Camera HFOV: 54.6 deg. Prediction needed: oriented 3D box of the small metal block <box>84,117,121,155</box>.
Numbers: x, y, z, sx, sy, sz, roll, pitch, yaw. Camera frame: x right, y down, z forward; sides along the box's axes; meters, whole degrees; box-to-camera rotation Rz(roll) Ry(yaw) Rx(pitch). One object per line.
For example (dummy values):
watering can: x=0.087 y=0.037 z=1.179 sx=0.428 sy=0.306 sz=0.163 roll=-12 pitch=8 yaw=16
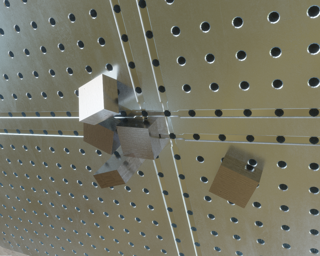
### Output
small metal block: x=-0.084 y=0.005 z=0.456 sx=0.050 sy=0.025 sz=0.050 roll=25 pitch=134 yaw=12

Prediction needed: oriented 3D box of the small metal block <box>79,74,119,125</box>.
small metal block: x=-0.083 y=-0.037 z=0.415 sx=0.050 sy=0.025 sz=0.050 roll=-22 pitch=65 yaw=35

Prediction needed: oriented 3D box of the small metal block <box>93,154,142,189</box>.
small metal block: x=-0.064 y=0.063 z=0.468 sx=0.050 sy=0.050 sz=0.025 roll=-17 pitch=109 yaw=35

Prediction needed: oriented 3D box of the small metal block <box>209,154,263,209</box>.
small metal block: x=0.097 y=0.069 z=0.403 sx=0.050 sy=0.025 sz=0.050 roll=25 pitch=127 yaw=13

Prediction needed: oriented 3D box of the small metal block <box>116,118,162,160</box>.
small metal block: x=-0.029 y=0.015 z=0.436 sx=0.050 sy=0.025 sz=0.050 roll=4 pitch=121 yaw=26
